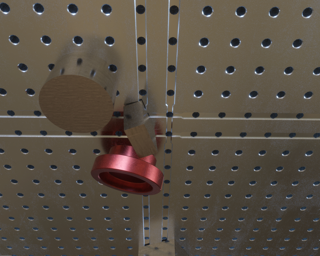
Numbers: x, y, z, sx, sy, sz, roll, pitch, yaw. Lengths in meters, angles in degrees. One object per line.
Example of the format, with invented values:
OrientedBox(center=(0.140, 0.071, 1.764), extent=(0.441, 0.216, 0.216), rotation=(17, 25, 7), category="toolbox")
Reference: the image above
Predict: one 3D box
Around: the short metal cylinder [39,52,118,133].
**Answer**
OrientedBox(center=(-0.092, -0.040, 0.360), extent=(0.081, 0.050, 0.079), rotation=(0, 130, 0), category="short metal cylinder")

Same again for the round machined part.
OrientedBox(center=(-0.042, 0.057, 0.433), extent=(0.098, 0.042, 0.098), rotation=(11, 152, 6), category="round machined part")

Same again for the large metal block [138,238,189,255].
OrientedBox(center=(0.010, 0.276, 0.631), extent=(0.080, 0.050, 0.080), rotation=(-21, 127, 16), category="large metal block")

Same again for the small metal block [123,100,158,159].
OrientedBox(center=(-0.025, 0.002, 0.395), extent=(0.025, 0.050, 0.050), rotation=(-18, 128, 7), category="small metal block")
